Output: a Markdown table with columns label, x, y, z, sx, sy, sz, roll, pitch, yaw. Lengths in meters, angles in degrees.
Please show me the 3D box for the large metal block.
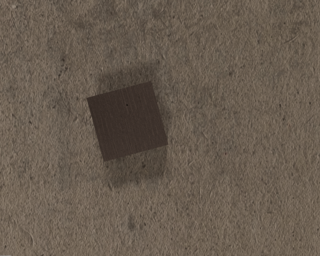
| label | x | y | z | sx | sy | sz | roll | pitch | yaw |
| --- | --- | --- | --- | --- | --- | --- | --- | --- | --- |
| large metal block | -0.039 | -0.008 | 0.397 | 0.080 | 0.050 | 0.080 | -15 | 90 | -1 |
